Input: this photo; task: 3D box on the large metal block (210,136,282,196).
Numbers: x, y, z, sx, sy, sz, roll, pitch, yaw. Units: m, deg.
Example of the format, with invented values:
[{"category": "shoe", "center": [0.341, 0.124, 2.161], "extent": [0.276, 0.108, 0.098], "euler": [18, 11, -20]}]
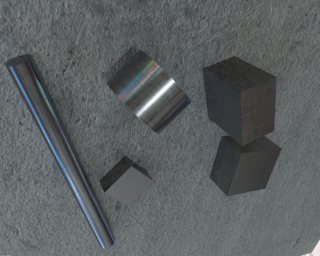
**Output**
[{"category": "large metal block", "center": [0.136, 0.057, 0.501], "extent": [0.081, 0.050, 0.079], "euler": [-4, 120, -27]}]

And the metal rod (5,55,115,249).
[{"category": "metal rod", "center": [-0.107, 0.053, 0.381], "extent": [0.025, 0.025, 0.298], "euler": [-24, 127, -14]}]

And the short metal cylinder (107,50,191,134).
[{"category": "short metal cylinder", "center": [-0.012, -0.039, 0.341], "extent": [0.050, 0.080, 0.080], "euler": [-45, 129, 3]}]

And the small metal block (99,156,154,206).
[{"category": "small metal block", "center": [-0.046, 0.074, 0.428], "extent": [0.050, 0.025, 0.050], "euler": [-45, 129, 3]}]

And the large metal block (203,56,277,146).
[{"category": "large metal block", "center": [0.102, -0.037, 0.404], "extent": [0.050, 0.080, 0.080], "euler": [-24, 127, -14]}]
